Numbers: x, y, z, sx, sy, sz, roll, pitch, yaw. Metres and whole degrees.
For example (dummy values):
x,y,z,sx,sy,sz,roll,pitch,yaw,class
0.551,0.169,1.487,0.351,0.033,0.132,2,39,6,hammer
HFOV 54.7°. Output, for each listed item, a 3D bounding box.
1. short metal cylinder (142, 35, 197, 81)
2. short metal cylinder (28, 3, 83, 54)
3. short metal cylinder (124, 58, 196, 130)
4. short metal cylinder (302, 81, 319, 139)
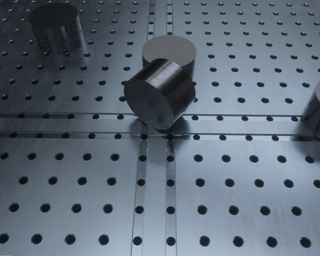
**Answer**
x,y,z,sx,sy,sz,roll,pitch,yaw,class
0.014,-0.098,0.473,0.081,0.050,0.080,0,50,0,short metal cylinder
-0.177,-0.172,0.535,0.081,0.050,0.080,0,50,0,short metal cylinder
-0.001,-0.044,0.409,0.080,0.080,0.050,29,56,22,short metal cylinder
0.240,-0.024,0.413,0.081,0.050,0.080,0,50,0,short metal cylinder
